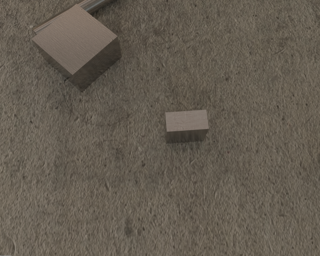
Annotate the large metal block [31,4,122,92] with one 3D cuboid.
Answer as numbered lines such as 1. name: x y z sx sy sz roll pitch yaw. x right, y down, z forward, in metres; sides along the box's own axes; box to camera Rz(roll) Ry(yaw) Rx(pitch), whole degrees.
1. large metal block: -0.113 -0.112 0.434 0.080 0.050 0.080 41 75 13

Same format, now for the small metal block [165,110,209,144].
1. small metal block: 0.032 -0.001 0.396 0.050 0.050 0.025 -4 70 -2

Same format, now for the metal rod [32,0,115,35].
1. metal rod: -0.062 -0.222 0.488 0.301 0.025 0.025 -36 74 -13
